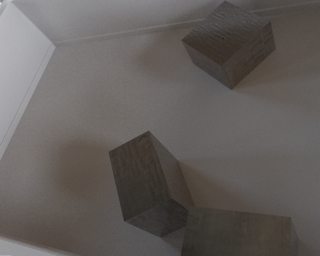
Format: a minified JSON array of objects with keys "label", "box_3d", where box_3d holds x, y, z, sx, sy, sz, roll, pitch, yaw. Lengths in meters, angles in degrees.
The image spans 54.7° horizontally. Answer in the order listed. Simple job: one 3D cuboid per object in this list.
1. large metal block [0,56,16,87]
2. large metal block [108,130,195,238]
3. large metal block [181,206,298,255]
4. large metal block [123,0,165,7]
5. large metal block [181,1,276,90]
[{"label":"large metal block","box_3d":[-0.363,-0.139,0.645,0.050,0.080,0.080,-49,52,-6]},{"label":"large metal block","box_3d":[-0.006,0.063,0.334,0.050,0.080,0.080,-28,52,10]},{"label":"large metal block","box_3d":[0.072,0.107,0.267,0.080,0.080,0.050,-1,62,27]},{"label":"large metal block","box_3d":[-0.037,-0.267,0.554,0.080,0.080,0.050,13,69,33]},{"label":"large metal block","box_3d":[0.090,-0.110,0.409,0.080,0.050,0.080,-43,51,-2]}]
